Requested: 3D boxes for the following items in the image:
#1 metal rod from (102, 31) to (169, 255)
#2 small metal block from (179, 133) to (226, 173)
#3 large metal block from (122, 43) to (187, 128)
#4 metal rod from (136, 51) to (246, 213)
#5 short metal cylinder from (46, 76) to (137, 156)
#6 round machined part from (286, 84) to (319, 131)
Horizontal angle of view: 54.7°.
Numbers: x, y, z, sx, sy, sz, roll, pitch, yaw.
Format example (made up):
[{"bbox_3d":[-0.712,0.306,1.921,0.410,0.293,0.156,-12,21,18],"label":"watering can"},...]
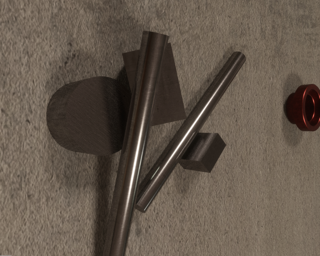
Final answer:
[{"bbox_3d":[-0.033,0.053,0.325,0.025,0.025,0.298,1,106,-40],"label":"metal rod"},{"bbox_3d":[0.057,0.033,0.439,0.025,0.050,0.050,51,60,-28],"label":"small metal block"},{"bbox_3d":[-0.005,-0.050,0.358,0.050,0.080,0.079,-12,101,3],"label":"large metal block"},{"bbox_3d":[0.052,-0.010,0.450,0.025,0.025,0.301,52,59,-28],"label":"metal rod"},{"bbox_3d":[-0.072,-0.012,0.330,0.081,0.050,0.079,0,90,-40],"label":"short metal cylinder"},{"bbox_3d":[0.302,-0.042,0.651,0.099,0.042,0.097,0,90,-40],"label":"round machined part"}]
